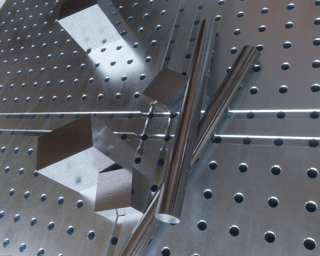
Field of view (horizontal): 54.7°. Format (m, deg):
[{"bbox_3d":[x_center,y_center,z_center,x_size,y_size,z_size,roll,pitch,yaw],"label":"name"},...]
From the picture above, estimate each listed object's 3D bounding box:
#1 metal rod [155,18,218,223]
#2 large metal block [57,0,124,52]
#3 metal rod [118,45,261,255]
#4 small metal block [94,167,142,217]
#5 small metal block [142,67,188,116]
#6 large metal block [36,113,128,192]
[{"bbox_3d":[0.041,-0.033,0.382,0.025,0.025,0.300,-3,52,26],"label":"metal rod"},{"bbox_3d":[-0.121,-0.193,0.555,0.080,0.080,0.050,-14,56,20],"label":"large metal block"},{"bbox_3d":[0.042,0.024,0.371,0.025,0.025,0.300,22,73,36],"label":"metal rod"},{"bbox_3d":[-0.051,0.080,0.386,0.050,0.025,0.050,-14,56,20],"label":"small metal block"},{"bbox_3d":[0.012,-0.052,0.434,0.050,0.025,0.050,30,78,37],"label":"small metal block"},{"bbox_3d":[-0.099,0.035,0.403,0.080,0.080,0.050,-24,53,14],"label":"large metal block"}]
